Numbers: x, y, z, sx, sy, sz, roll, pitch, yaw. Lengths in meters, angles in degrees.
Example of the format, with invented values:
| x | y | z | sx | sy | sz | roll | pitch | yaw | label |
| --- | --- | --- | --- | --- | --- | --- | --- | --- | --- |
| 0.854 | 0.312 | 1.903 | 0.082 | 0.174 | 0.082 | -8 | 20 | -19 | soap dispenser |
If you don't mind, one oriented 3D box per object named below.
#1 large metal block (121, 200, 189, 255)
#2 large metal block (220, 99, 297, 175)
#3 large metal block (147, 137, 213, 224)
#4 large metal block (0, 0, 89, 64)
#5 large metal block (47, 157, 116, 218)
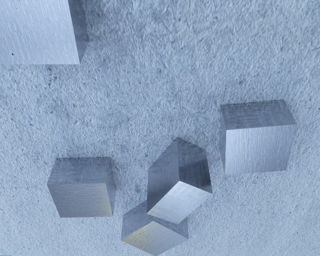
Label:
| x | y | z | sx | sy | sz | roll | pitch | yaw | label |
| --- | --- | --- | --- | --- | --- | --- | --- | --- | --- |
| -0.009 | 0.171 | 0.536 | 0.080 | 0.050 | 0.080 | 36 | 121 | -27 | large metal block |
| 0.122 | 0.013 | 0.403 | 0.080 | 0.050 | 0.080 | -5 | 130 | 4 | large metal block |
| 0.024 | 0.073 | 0.434 | 0.050 | 0.080 | 0.080 | 25 | 126 | -20 | large metal block |
| -0.119 | -0.109 | 0.297 | 0.081 | 0.050 | 0.079 | 0 | 130 | 0 | large metal block |
| -0.113 | 0.090 | 0.466 | 0.080 | 0.050 | 0.079 | -1 | 130 | 1 | large metal block |
